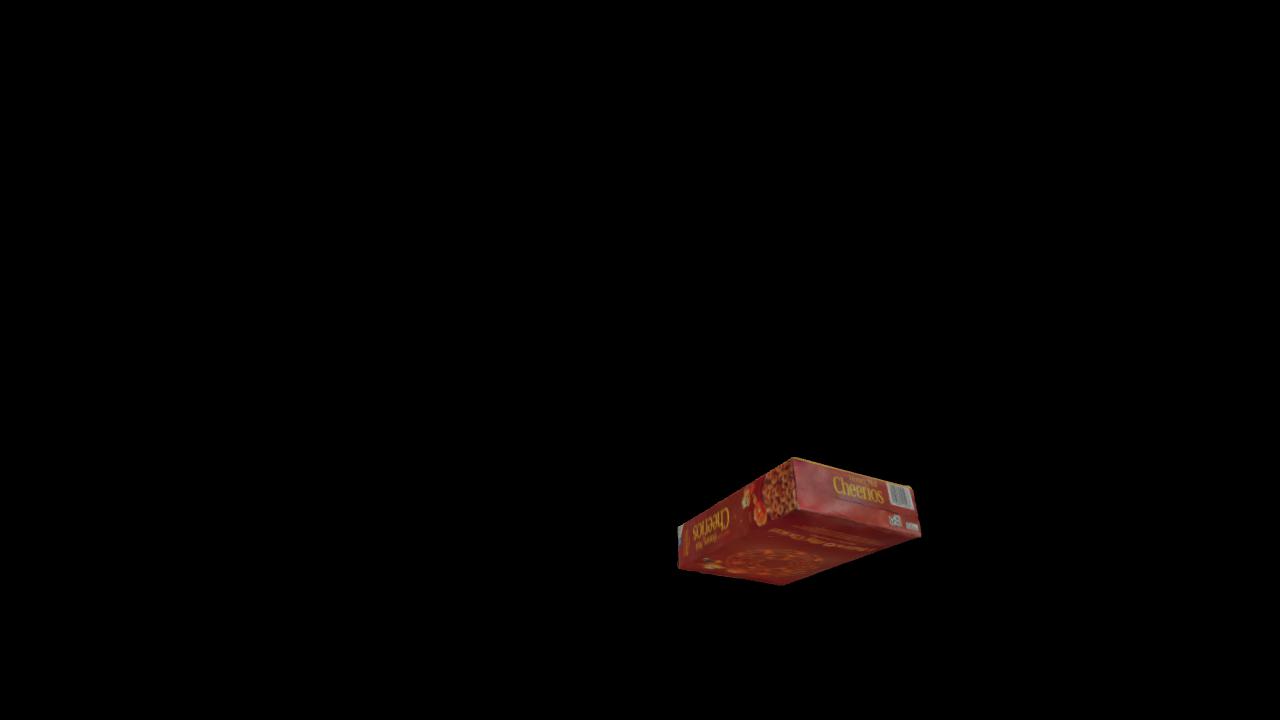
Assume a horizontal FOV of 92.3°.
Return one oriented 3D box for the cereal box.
[{"bbox_3d":[0.211,0.246,0.887,0.203,0.081,0.306,16,-36,-19],"label":"cereal box"}]
